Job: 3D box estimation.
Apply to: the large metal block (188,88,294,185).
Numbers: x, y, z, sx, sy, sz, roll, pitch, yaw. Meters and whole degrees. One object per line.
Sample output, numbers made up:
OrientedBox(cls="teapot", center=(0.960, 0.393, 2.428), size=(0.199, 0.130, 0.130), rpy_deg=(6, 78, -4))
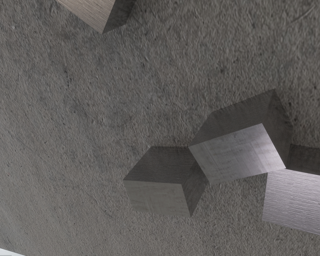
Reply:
OrientedBox(cls="large metal block", center=(0.088, 0.009, 0.330), size=(0.080, 0.080, 0.050), rpy_deg=(-22, 107, 36))

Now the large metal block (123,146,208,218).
OrientedBox(cls="large metal block", center=(0.012, 0.066, 0.406), size=(0.080, 0.080, 0.050), rpy_deg=(-2, 118, 29))

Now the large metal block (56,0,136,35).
OrientedBox(cls="large metal block", center=(-0.066, -0.161, 0.326), size=(0.080, 0.050, 0.080), rpy_deg=(37, 129, 3))

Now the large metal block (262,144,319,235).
OrientedBox(cls="large metal block", center=(0.163, 0.068, 0.347), size=(0.080, 0.050, 0.079), rpy_deg=(10, 123, 23))
